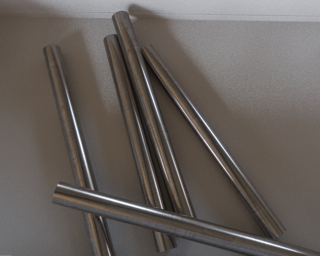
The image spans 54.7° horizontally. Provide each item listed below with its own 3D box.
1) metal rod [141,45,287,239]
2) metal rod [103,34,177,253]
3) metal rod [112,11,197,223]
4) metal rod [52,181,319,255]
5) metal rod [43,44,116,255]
[{"bbox_3d":[0.059,0.007,0.407,0.025,0.025,0.299,-31,73,-11],"label":"metal rod"},{"bbox_3d":[-0.031,0.005,0.407,0.025,0.025,0.299,-14,71,-6],"label":"metal rod"},{"bbox_3d":[-0.013,-0.025,0.409,0.025,0.025,0.299,-16,74,-6],"label":"metal rod"},{"bbox_3d":[0.032,0.112,0.345,0.302,0.025,0.025,16,71,-2],"label":"metal rod"},{"bbox_3d":[-0.109,0.020,0.400,0.025,0.025,0.299,-17,71,-7],"label":"metal rod"}]
